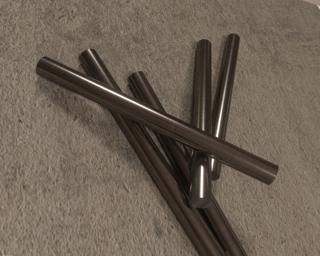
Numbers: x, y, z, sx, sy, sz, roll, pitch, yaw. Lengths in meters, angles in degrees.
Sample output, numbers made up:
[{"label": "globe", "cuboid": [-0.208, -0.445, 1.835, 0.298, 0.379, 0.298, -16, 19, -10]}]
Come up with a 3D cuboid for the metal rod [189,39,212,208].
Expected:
[{"label": "metal rod", "cuboid": [0.060, -0.030, 0.436, 0.025, 0.025, 0.300, 22, 47, -16]}]

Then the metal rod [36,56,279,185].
[{"label": "metal rod", "cuboid": [-0.007, -0.011, 0.364, 0.301, 0.025, 0.025, 26, 51, 4]}]

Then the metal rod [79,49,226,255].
[{"label": "metal rod", "cuboid": [-0.016, 0.026, 0.380, 0.025, 0.025, 0.299, -24, 75, -37]}]

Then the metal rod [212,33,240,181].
[{"label": "metal rod", "cuboid": [0.101, -0.053, 0.492, 0.025, 0.025, 0.300, 27, 52, -12]}]

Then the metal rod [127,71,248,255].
[{"label": "metal rod", "cuboid": [0.036, 0.055, 0.391, 0.025, 0.025, 0.299, -18, 71, -35]}]
